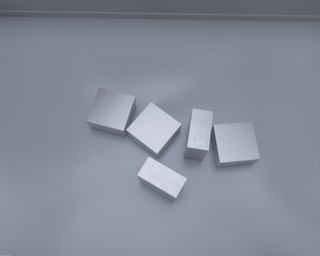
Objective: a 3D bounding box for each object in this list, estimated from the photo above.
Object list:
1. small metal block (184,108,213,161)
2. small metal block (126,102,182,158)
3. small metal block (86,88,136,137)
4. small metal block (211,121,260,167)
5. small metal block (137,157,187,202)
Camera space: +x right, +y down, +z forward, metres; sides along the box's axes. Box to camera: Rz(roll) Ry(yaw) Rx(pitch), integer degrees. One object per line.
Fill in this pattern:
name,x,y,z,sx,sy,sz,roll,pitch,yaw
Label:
small metal block,0.048,0.009,0.392,0.025,0.050,0.050,9,70,2
small metal block,-0.008,0.003,0.406,0.050,0.025,0.050,37,74,12
small metal block,-0.064,-0.021,0.414,0.050,0.025,0.050,14,71,5
small metal block,0.096,0.021,0.401,0.050,0.025,0.050,-5,70,-3
small metal block,0.002,0.063,0.371,0.050,0.050,0.025,29,74,9
